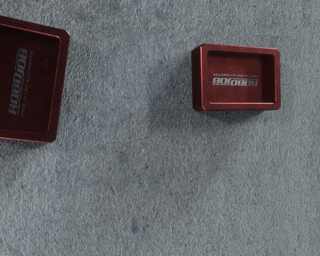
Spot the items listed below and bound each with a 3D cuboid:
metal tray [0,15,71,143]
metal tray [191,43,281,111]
[{"bbox_3d":[-0.156,-0.052,0.348,0.091,0.030,0.129,8,87,-20],"label":"metal tray"},{"bbox_3d":[0.111,-0.070,0.447,0.131,0.030,0.089,-2,91,-20],"label":"metal tray"}]
